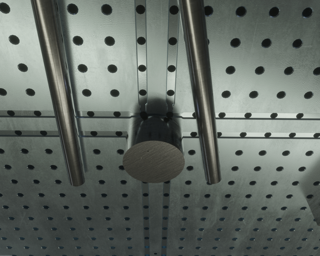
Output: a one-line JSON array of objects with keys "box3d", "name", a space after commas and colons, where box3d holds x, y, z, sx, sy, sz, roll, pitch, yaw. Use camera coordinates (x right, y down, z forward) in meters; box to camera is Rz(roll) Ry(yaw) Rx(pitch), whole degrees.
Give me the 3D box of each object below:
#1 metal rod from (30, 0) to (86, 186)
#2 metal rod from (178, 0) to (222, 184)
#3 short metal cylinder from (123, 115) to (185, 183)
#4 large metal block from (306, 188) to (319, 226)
[{"box3d": [-0.120, -0.033, 0.382, 0.025, 0.025, 0.298, 2, 130, -2], "name": "metal rod"}, {"box3d": [0.054, -0.035, 0.382, 0.025, 0.025, 0.298, -9, 130, 7], "name": "metal rod"}, {"box3d": [-0.008, 0.030, 0.420, 0.081, 0.050, 0.079, 0, 130, 0], "name": "short metal cylinder"}, {"box3d": [0.305, 0.123, 0.503, 0.081, 0.050, 0.079, 15, 129, -13], "name": "large metal block"}]
